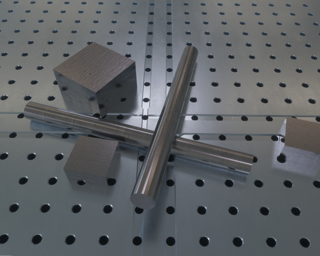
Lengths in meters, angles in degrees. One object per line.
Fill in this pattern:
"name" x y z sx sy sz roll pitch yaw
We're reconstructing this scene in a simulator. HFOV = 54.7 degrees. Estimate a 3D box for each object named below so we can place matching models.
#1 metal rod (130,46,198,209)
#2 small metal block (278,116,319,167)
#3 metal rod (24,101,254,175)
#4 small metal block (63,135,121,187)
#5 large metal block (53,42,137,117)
"metal rod" 0.017 -0.027 0.404 0.025 0.025 0.301 10 43 8
"small metal block" 0.182 0.017 0.395 0.050 0.025 0.050 14 51 11
"metal rod" -0.035 0.010 0.398 0.301 0.025 0.025 13 51 11
"small metal block" -0.080 0.039 0.374 0.050 0.025 0.050 9 51 7
"large metal block" -0.091 -0.072 0.451 0.080 0.050 0.080 29 56 22
